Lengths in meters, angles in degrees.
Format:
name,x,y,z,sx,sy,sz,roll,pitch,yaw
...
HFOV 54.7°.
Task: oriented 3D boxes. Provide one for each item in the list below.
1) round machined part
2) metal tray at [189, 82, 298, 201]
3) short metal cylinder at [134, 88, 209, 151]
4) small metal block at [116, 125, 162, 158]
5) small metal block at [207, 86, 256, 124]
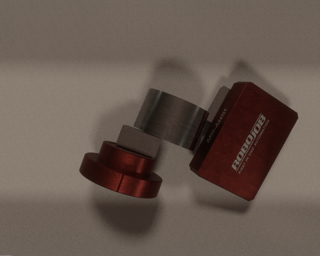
name,x,y,z,sx,sy,sz,roll,pitch,yaw
round machined part,-0.043,0.046,0.374,0.098,0.098,0.042,20,90,-1
metal tray,0.108,0.017,0.397,0.090,0.030,0.130,29,90,-19
short metal cylinder,0.014,-0.010,0.384,0.080,0.080,0.050,23,90,-1
small metal block,-0.026,0.016,0.399,0.050,0.050,0.025,20,90,-1
small metal block,0.093,-0.021,0.413,0.050,0.025,0.050,29,90,-1
